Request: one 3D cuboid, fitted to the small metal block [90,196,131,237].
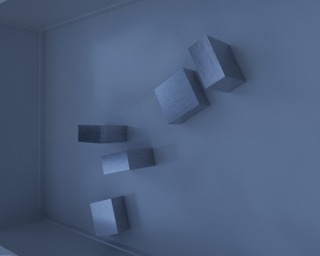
[{"bbox_3d":[-0.076,0.133,0.467,0.050,0.025,0.050,-22,76,37],"label":"small metal block"}]

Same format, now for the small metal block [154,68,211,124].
[{"bbox_3d":[0.027,-0.038,0.383,0.050,0.025,0.050,-34,70,34],"label":"small metal block"}]

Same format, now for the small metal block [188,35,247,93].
[{"bbox_3d":[0.063,-0.068,0.337,0.025,0.050,0.050,-32,71,35],"label":"small metal block"}]

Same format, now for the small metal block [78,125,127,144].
[{"bbox_3d":[-0.085,0.008,0.458,0.050,0.050,0.025,2,91,39],"label":"small metal block"}]

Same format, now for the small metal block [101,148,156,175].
[{"bbox_3d":[-0.043,0.045,0.424,0.050,0.050,0.025,-16,80,38],"label":"small metal block"}]
